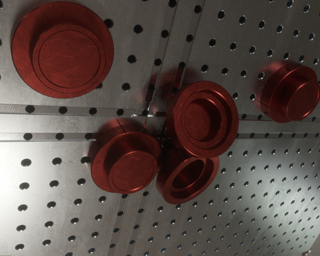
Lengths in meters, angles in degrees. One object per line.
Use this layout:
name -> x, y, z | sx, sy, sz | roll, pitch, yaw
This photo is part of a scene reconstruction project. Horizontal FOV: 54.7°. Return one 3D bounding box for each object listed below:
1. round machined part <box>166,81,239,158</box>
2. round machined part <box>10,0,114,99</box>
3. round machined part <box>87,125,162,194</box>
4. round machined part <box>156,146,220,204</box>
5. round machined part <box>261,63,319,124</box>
round machined part -> 0.051, -0.010, 0.406 | 0.099, 0.042, 0.097 | 1, 86, -26
round machined part -> -0.092, -0.073, 0.305 | 0.099, 0.042, 0.097 | -14, 125, -21
round machined part -> -0.042, 0.048, 0.408 | 0.099, 0.042, 0.097 | -14, 124, -21
round machined part -> 0.036, 0.061, 0.453 | 0.099, 0.042, 0.097 | -21, 134, -23
round machined part -> 0.212, -0.049, 0.488 | 0.099, 0.042, 0.097 | -14, 125, -21
